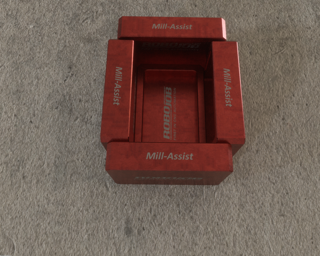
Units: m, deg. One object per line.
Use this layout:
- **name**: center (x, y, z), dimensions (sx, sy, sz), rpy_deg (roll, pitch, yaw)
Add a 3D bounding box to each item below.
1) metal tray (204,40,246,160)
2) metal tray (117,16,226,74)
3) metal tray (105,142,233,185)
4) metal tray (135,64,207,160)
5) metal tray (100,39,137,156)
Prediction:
- **metal tray**: center (0.075, -0.031, 0.386), dimensions (0.030, 0.090, 0.130), rpy_deg (1, 70, 0)
- **metal tray**: center (0.014, -0.107, 0.413), dimensions (0.131, 0.090, 0.030), rpy_deg (1, 70, 0)
- **metal tray**: center (0.010, 0.044, 0.358), dimensions (0.131, 0.090, 0.030), rpy_deg (1, 70, 0)
- **metal tray**: center (0.014, -0.022, 0.415), dimensions (0.091, 0.030, 0.130), rpy_deg (1, 70, 0)
- **metal tray**: center (-0.047, -0.032, 0.385), dimensions (0.030, 0.090, 0.130), rpy_deg (1, 70, 0)
